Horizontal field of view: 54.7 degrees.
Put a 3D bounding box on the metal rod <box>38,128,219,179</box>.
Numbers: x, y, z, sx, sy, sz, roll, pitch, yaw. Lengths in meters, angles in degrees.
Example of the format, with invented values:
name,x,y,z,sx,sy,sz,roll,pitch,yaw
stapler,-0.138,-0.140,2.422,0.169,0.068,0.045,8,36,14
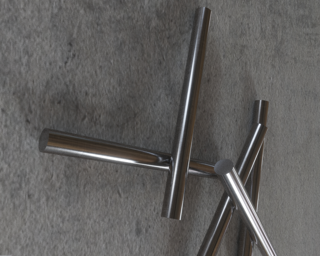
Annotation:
name,x,y,z,sx,sy,sz,roll,pitch,yaw
metal rod,-0.003,0.042,0.404,0.302,0.025,0.025,15,81,-39

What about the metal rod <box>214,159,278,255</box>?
name,x,y,z,sx,sy,sz,roll,pitch,yaw
metal rod,0.145,0.148,0.481,0.025,0.025,0.299,-55,133,-26

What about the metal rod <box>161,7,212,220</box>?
name,x,y,z,sx,sy,sz,roll,pitch,yaw
metal rod,0.039,-0.031,0.417,0.025,0.025,0.299,24,68,-38

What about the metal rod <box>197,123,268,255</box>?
name,x,y,z,sx,sy,sz,roll,pitch,yaw
metal rod,0.096,0.129,0.464,0.025,0.025,0.299,35,76,-35

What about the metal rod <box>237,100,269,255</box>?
name,x,y,z,sx,sy,sz,roll,pitch,yaw
metal rod,0.163,0.099,0.544,0.025,0.025,0.298,14,81,-40
